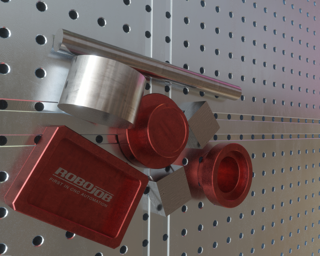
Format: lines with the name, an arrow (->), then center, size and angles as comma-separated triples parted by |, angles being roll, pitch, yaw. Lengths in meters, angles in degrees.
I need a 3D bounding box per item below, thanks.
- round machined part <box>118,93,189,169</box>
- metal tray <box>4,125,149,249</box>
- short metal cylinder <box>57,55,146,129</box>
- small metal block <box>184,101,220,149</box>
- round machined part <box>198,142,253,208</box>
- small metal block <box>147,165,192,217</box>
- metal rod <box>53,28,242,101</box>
round machined part -> -0.001, 0.004, 0.396 | 0.099, 0.042, 0.097 | 3, 85, -40
metal tray -> -0.082, 0.066, 0.337 | 0.130, 0.030, 0.090 | 38, 67, -33
short metal cylinder -> -0.059, -0.035, 0.323 | 0.080, 0.080, 0.050 | 22, 76, -38
small metal block -> 0.056, -0.005, 0.456 | 0.050, 0.025, 0.050 | -46, 118, -30
round machined part -> 0.097, 0.071, 0.480 | 0.099, 0.042, 0.097 | 0, 90, -40
small metal block -> 0.012, 0.083, 0.419 | 0.050, 0.025, 0.050 | -25, 106, -37
metal rod -> 0.010, -0.074, 0.416 | 0.302, 0.025, 0.025 | 8, 85, -40
